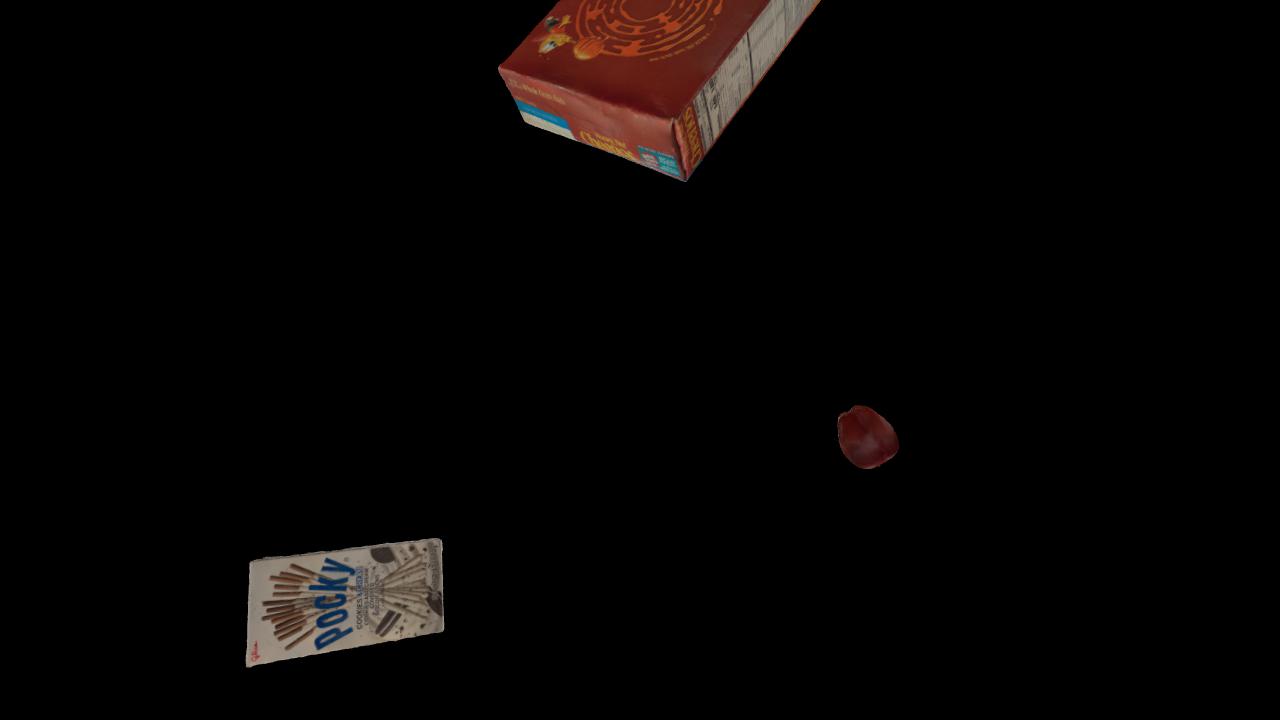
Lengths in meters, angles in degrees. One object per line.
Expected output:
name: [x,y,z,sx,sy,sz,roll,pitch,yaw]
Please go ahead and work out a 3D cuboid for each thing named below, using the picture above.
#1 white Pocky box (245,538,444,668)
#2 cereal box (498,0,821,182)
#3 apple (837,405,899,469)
white Pocky box: [-0.253,0.207,0.540,0.154,0.084,0.028,1,-15,-27]
cereal box: [0.037,-0.329,0.589,0.203,0.306,0.081,27,-15,26]
apple: [0.330,0.114,0.900,0.079,0.093,0.079,-30,-4,-2]
